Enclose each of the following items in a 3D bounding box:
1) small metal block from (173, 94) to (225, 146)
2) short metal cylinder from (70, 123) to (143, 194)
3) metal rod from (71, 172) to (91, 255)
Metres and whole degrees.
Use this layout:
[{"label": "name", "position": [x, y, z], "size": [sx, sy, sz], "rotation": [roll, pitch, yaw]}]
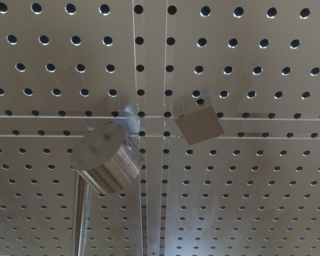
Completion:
[{"label": "small metal block", "position": [0.051, -0.009, 0.405], "size": [0.050, 0.025, 0.050], "rotation": [-21, 128, 16]}, {"label": "short metal cylinder", "position": [-0.069, 0.039, 0.408], "size": [0.080, 0.080, 0.050], "rotation": [-19, 128, 15]}, {"label": "metal rod", "position": [-0.138, 0.149, 0.536], "size": [0.025, 0.025, 0.298], "rotation": [9, 130, -8]}]
